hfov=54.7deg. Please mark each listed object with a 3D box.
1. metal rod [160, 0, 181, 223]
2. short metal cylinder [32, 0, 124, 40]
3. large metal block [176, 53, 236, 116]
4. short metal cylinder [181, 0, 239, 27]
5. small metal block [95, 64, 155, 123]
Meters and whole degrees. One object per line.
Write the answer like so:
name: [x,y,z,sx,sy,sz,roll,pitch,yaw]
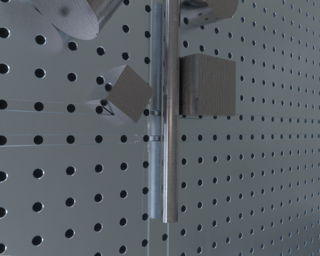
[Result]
metal rod: [0.014,-0.024,0.420,0.025,0.025,0.298,1,89,-40]
short metal cylinder: [-0.082,-0.135,0.305,0.080,0.080,0.050,44,64,-32]
large metal block: [0.064,-0.058,0.447,0.081,0.050,0.079,0,90,-40]
short metal cylinder: [0.070,-0.194,0.451,0.081,0.050,0.079,0,90,-40]
small metal block: [-0.041,-0.040,0.375,0.050,0.025,0.050,41,65,-33]
